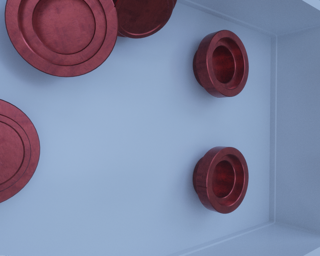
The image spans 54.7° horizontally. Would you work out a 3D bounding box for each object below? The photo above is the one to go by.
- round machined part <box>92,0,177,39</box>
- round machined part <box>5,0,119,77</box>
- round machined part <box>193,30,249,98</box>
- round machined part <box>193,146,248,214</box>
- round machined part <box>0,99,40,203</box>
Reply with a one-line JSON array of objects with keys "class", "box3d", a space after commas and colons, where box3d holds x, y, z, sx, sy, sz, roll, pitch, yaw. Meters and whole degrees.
[{"class": "round machined part", "box3d": [-0.024, -0.137, 0.336, 0.099, 0.097, 0.042, 3, 50, -40]}, {"class": "round machined part", "box3d": [-0.091, -0.101, 0.300, 0.099, 0.042, 0.097, -4, 107, -12]}, {"class": "round machined part", "box3d": [0.088, -0.094, 0.469, 0.099, 0.042, 0.097, 0, 90, -40]}, {"class": "round machined part", "box3d": [0.088, 0.076, 0.469, 0.099, 0.042, 0.097, 0, 90, -40]}, {"class": "round machined part", "box3d": [-0.153, 0.021, 0.267, 0.099, 0.042, 0.097, 0, 90, -40]}]
